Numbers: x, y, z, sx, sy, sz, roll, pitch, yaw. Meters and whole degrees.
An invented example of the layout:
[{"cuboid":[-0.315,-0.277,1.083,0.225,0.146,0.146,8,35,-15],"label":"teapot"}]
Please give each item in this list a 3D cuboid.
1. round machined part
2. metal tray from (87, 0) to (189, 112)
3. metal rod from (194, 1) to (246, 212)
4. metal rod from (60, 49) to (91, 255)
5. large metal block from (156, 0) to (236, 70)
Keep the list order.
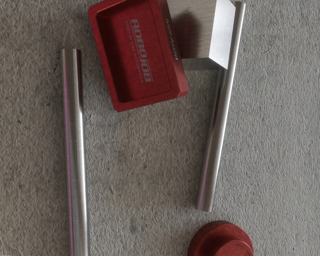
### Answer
[{"cuboid":[0.092,0.185,0.436,0.099,0.042,0.097,0,90,-21],"label":"round machined part"},{"cuboid":[-0.026,-0.091,0.367,0.030,0.090,0.129,-26,103,-63],"label":"metal tray"},{"cuboid":[0.087,-0.032,0.442,0.025,0.025,0.298,12,86,-20],"label":"metal rod"},{"cuboid":[-0.101,0.057,0.372,0.025,0.025,0.298,-3,91,-20],"label":"metal rod"},{"cuboid":[0.042,-0.118,0.389,0.050,0.080,0.080,12,85,-54],"label":"large metal block"}]
